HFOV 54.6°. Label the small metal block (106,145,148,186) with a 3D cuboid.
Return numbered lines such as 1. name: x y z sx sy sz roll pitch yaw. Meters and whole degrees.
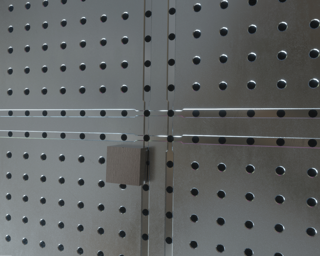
1. small metal block: -0.046 0.051 0.429 0.050 0.025 0.050 2 91 20
